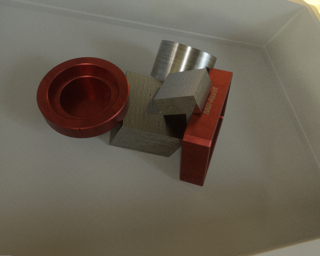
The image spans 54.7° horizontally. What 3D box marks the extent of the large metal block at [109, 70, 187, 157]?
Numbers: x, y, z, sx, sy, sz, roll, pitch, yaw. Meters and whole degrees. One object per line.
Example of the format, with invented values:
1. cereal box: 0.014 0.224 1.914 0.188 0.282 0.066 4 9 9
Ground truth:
1. large metal block: -0.014 -0.016 0.391 0.081 0.050 0.080 14 56 -21

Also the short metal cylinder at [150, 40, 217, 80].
1. short metal cylinder: 0.032 -0.085 0.431 0.081 0.080 0.050 15 100 -20

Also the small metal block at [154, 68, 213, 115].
1. small metal block: 0.028 -0.042 0.364 0.025 0.050 0.050 61 41 -36

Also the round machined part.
1. round machined part: -0.083 -0.030 0.352 0.099 0.042 0.098 1 59 -2

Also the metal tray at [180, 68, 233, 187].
1. metal tray: 0.060 -0.003 0.396 0.030 0.089 0.130 15 50 13
